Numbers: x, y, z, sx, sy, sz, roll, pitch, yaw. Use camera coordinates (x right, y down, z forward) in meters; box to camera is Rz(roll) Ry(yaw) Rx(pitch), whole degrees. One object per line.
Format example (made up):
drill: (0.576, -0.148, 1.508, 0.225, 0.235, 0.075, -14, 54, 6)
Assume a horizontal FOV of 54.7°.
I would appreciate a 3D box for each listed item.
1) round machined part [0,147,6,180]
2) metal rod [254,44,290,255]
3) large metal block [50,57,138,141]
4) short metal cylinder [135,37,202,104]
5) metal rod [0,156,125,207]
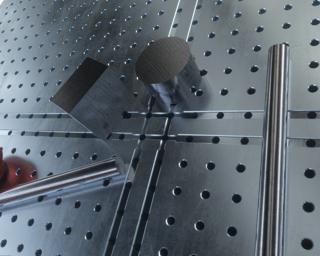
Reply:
round machined part: (-0.293, 0.070, 0.501, 0.098, 0.042, 0.098, -15, 49, 19)
metal rod: (0.119, 0.035, 0.324, 0.025, 0.025, 0.300, -1, 61, 27)
large metal block: (-0.092, -0.040, 0.444, 0.050, 0.080, 0.080, 30, 78, 37)
short metal cylinder: (0.013, -0.080, 0.433, 0.080, 0.050, 0.080, -13, 56, 20)
metal rod: (-0.189, 0.090, 0.449, 0.301, 0.025, 0.025, -17, 55, 18)
